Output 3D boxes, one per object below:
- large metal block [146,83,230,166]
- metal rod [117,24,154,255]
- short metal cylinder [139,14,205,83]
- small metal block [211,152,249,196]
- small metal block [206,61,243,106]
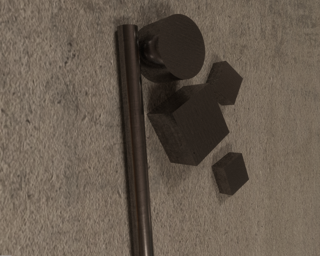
[{"bbox_3d":[0.041,-0.006,0.425,0.080,0.050,0.080,-40,115,-33],"label":"large metal block"},{"bbox_3d":[-0.029,0.027,0.382,0.025,0.025,0.298,-7,95,-40],"label":"metal rod"},{"bbox_3d":[0.013,-0.100,0.401,0.081,0.050,0.079,0,90,-40],"label":"short metal cylinder"},{"bbox_3d":[0.115,0.074,0.505,0.050,0.025,0.050,-31,110,-36],"label":"small metal block"},{"bbox_3d":[0.101,-0.070,0.492,0.050,0.025,0.050,35,69,-35],"label":"small metal block"}]
